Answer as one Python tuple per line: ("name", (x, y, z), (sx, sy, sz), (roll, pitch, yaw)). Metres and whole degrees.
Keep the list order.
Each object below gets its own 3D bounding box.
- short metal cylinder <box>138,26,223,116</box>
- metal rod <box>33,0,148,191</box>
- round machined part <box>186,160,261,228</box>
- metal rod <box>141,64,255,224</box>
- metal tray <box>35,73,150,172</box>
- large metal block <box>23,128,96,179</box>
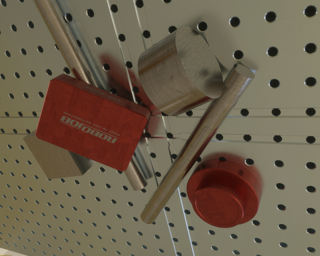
("short metal cylinder", (0.023, -0.058, 0.326), (0.050, 0.080, 0.080), (-24, 105, 36))
("metal rod", (-0.089, -0.039, 0.431), (0.025, 0.025, 0.299), (-12, 113, 33))
("round machined part", (0.081, 0.094, 0.415), (0.098, 0.042, 0.097), (13, 124, 20))
("metal rod", (0.034, 0.044, 0.418), (0.025, 0.025, 0.298), (33, 129, 6))
("metal tray", (-0.090, -0.006, 0.415), (0.131, 0.030, 0.089), (22, 113, -4))
("large metal block", (-0.155, 0.032, 0.494), (0.080, 0.050, 0.080), (-11, 113, 32))
